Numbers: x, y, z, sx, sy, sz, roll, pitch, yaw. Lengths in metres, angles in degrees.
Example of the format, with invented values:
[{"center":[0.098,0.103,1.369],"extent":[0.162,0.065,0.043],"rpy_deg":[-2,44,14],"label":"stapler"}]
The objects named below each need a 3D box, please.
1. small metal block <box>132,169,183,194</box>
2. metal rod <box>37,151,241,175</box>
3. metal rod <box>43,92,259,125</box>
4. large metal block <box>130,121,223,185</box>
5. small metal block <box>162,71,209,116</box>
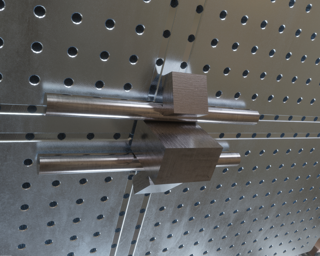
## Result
[{"center":[-0.005,0.073,0.434],"extent":[0.050,0.025,0.050],"rpy_deg":[2,155,-30],"label":"small metal block"},{"center":[-0.009,0.046,0.431],"extent":[0.303,0.025,0.025],"rpy_deg":[2,118,-30],"label":"metal rod"},{"center":[0.011,-0.021,0.399],"extent":[0.303,0.025,0.025],"rpy_deg":[2,118,-30],"label":"metal rod"},{"center":[0.019,0.025,0.396],"extent":[0.081,0.080,0.050],"rpy_deg":[2,118,-29],"label":"large metal block"},{"center":[0.031,-0.040,0.384],"extent":[0.050,0.025,0.050],"rpy_deg":[1,84,-29],"label":"small metal block"}]
